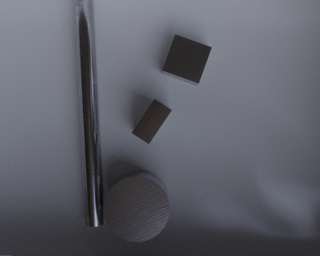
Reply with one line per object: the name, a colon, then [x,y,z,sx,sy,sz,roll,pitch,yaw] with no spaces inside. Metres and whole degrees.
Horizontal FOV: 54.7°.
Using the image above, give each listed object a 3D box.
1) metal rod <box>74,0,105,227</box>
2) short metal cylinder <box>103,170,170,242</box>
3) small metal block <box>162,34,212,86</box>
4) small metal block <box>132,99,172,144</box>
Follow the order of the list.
metal rod: [-0.094,-0.022,0.410,0.025,0.025,0.298,-3,90,-1]
short metal cylinder: [-0.029,0.098,0.399,0.081,0.050,0.079,0,90,-1]
small metal block: [0.035,-0.089,0.412,0.050,0.025,0.050,20,90,-1]
small metal block: [-0.010,-0.008,0.399,0.025,0.050,0.050,34,90,-1]
